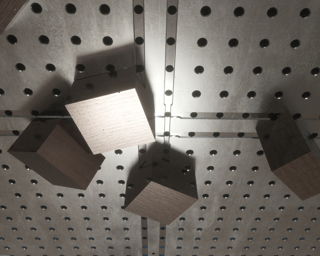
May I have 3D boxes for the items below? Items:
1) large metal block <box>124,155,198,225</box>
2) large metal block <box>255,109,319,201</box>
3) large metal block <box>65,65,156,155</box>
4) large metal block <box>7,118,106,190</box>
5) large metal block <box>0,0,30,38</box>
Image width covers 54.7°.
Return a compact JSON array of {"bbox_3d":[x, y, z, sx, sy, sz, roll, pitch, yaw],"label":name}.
[{"bbox_3d":[0.001,0.098,0.479,0.080,0.050,0.080,26,125,-21],"label":"large metal block"},{"bbox_3d":[0.179,0.035,0.409,0.050,0.080,0.080,-36,122,26],"label":"large metal block"},{"bbox_3d":[-0.055,-0.020,0.377,0.080,0.050,0.080,-13,129,9],"label":"large metal block"},{"bbox_3d":[-0.133,0.034,0.401,0.080,0.050,0.080,-3,138,43],"label":"large metal block"},{"bbox_3d":[-0.163,-0.133,0.279,0.080,0.050,0.080,-36,122,26],"label":"large metal block"}]
